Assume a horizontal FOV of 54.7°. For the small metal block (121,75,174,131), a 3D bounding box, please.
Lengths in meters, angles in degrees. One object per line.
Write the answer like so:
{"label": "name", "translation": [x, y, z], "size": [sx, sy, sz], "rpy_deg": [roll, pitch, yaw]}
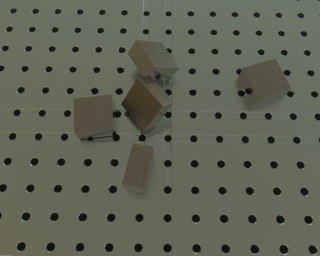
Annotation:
{"label": "small metal block", "translation": [-0.017, -0.033, 0.408], "size": [0.050, 0.050, 0.025], "rpy_deg": [49, 39, 15]}

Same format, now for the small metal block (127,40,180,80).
{"label": "small metal block", "translation": [-0.009, -0.094, 0.431], "size": [0.050, 0.025, 0.050], "rpy_deg": [-11, 62, -47]}

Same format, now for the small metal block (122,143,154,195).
{"label": "small metal block", "translation": [-0.025, 0.051, 0.379], "size": [0.025, 0.050, 0.050], "rpy_deg": [12, 71, 4]}

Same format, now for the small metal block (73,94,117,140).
{"label": "small metal block", "translation": [-0.087, -0.015, 0.416], "size": [0.050, 0.025, 0.050], "rpy_deg": [-7, 70, -3]}

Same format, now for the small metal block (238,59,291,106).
{"label": "small metal block", "translation": [0.147, -0.064, 0.437], "size": [0.050, 0.025, 0.050], "rpy_deg": [-17, 71, -7]}
